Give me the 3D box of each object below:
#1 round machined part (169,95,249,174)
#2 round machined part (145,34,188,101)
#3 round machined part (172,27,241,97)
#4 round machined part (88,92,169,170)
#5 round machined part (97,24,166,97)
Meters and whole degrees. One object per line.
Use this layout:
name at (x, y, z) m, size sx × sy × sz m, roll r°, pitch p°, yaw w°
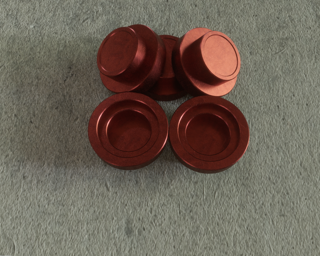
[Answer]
round machined part at (0.060, 0.011, 0.397) m, size 0.099 × 0.042 × 0.098 m, roll 0°, pitch 70°, yaw -1°
round machined part at (0.007, -0.090, 0.433) m, size 0.099 × 0.042 × 0.098 m, roll 0°, pitch 70°, yaw -1°
round machined part at (0.068, -0.088, 0.410) m, size 0.099 × 0.042 × 0.098 m, roll 8°, pitch 74°, yaw -30°
round machined part at (-0.039, 0.006, 0.397) m, size 0.099 × 0.042 × 0.098 m, roll 0°, pitch 70°, yaw -1°
round machined part at (-0.044, -0.093, 0.408) m, size 0.098 × 0.042 × 0.098 m, roll -10°, pitch 71°, yaw 31°
